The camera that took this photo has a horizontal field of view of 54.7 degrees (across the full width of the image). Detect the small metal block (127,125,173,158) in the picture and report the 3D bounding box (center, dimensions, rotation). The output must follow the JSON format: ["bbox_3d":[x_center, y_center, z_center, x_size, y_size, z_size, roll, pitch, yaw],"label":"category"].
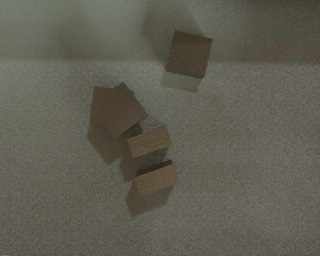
[{"bbox_3d":[-0.012,0.017,0.399,0.050,0.050,0.025,-19,90,0],"label":"small metal block"}]

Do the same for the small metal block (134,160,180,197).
[{"bbox_3d":[-0.004,0.063,0.399,0.050,0.050,0.025,-20,90,0],"label":"small metal block"}]

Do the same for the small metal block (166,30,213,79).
[{"bbox_3d":[0.039,-0.096,0.412,0.050,0.025,0.050,12,90,-1],"label":"small metal block"}]

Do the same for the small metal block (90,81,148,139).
[{"bbox_3d":[-0.050,-0.022,0.386,0.050,0.025,0.050,-36,91,-1],"label":"small metal block"}]

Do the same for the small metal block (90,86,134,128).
[{"bbox_3d":[-0.063,-0.026,0.411,0.050,0.025,0.050,6,90,-1],"label":"small metal block"}]
